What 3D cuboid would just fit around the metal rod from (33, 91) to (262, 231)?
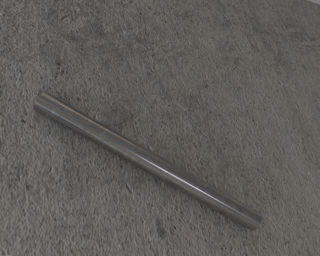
[{"bbox_3d":[-0.007,0.044,0.372,0.301,0.025,0.025,30,52,-9],"label":"metal rod"}]
